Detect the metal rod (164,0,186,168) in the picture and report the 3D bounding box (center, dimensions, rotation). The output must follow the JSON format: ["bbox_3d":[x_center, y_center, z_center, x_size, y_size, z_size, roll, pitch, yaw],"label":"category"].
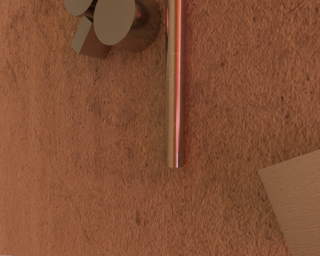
[{"bbox_3d":[0.019,-0.101,0.387,0.025,0.025,0.298,1,91,39],"label":"metal rod"}]

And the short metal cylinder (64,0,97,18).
[{"bbox_3d":[-0.101,-0.204,0.469,0.080,0.050,0.079,0,90,39],"label":"short metal cylinder"}]

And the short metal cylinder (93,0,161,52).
[{"bbox_3d":[-0.045,-0.149,0.424,0.080,0.050,0.079,0,90,39],"label":"short metal cylinder"}]

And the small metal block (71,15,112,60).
[{"bbox_3d":[-0.098,-0.135,0.467,0.025,0.050,0.050,47,118,29],"label":"small metal block"}]

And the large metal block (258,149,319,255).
[{"bbox_3d":[0.146,0.060,0.268,0.080,0.050,0.080,-29,72,36],"label":"large metal block"}]
